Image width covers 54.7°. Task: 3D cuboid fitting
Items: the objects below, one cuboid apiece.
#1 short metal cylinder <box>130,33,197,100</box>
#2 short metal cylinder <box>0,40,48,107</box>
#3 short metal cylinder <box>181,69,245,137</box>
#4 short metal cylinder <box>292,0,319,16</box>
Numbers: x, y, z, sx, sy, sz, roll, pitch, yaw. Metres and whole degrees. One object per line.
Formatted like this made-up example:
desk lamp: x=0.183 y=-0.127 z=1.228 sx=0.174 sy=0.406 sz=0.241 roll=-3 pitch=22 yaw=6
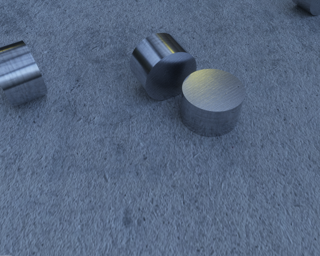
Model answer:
short metal cylinder: x=0.004 y=-0.087 z=0.440 sx=0.081 sy=0.080 sz=0.050 roll=-22 pitch=54 yaw=-18
short metal cylinder: x=-0.198 y=-0.074 z=0.429 sx=0.050 sy=0.080 sz=0.080 roll=-27 pitch=55 yaw=-21
short metal cylinder: x=0.069 y=-0.034 z=0.416 sx=0.080 sy=0.050 sz=0.080 roll=0 pitch=50 yaw=0
short metal cylinder: x=0.302 y=-0.265 z=0.592 sx=0.081 sy=0.080 sz=0.050 roll=-22 pitch=54 yaw=-18
